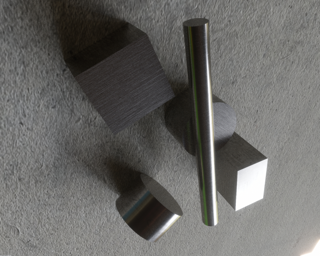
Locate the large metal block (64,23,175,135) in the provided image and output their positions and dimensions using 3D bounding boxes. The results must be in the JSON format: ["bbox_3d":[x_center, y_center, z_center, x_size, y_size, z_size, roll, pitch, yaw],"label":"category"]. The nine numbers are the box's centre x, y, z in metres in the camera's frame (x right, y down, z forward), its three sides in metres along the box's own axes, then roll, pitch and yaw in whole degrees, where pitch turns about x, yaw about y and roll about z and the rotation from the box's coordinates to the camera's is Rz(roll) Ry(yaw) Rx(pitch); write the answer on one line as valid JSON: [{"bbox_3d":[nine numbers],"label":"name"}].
[{"bbox_3d":[-0.042,-0.053,0.335,0.080,0.050,0.080,-33,129,-7],"label":"large metal block"}]

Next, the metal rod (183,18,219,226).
[{"bbox_3d":[0.055,0.018,0.383,0.025,0.025,0.298,-21,127,-16],"label":"metal rod"}]

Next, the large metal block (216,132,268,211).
[{"bbox_3d":[0.113,0.063,0.473,0.050,0.080,0.079,-19,126,-17],"label":"large metal block"}]

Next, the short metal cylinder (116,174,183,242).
[{"bbox_3d":[-0.015,0.110,0.431,0.050,0.080,0.080,-47,129,5],"label":"short metal cylinder"}]

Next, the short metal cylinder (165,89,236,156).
[{"bbox_3d":[0.054,-0.009,0.415,0.081,0.050,0.079,-14,124,-21],"label":"short metal cylinder"}]
